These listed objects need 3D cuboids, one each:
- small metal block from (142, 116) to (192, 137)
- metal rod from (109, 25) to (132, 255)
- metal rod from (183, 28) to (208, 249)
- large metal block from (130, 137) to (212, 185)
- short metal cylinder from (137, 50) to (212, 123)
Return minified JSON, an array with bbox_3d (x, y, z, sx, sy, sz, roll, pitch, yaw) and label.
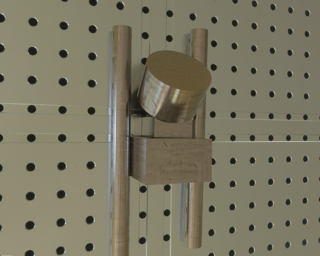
[{"bbox_3d":[0.008,-0.001,0.402,0.050,0.050,0.025,1,90,-21],"label":"small metal block"},{"bbox_3d":[-0.050,0.022,0.394,0.025,0.025,0.298,1,90,-20],"label":"metal rod"},{"bbox_3d":[0.050,0.013,0.431,0.025,0.025,0.298,2,89,-20],"label":"metal rod"},{"bbox_3d":[0.009,0.037,0.384,0.081,0.080,0.050,1,90,-20],"label":"large metal block"},{"bbox_3d":[0.017,-0.052,0.382,0.081,0.050,0.080,11,43,-10],"label":"short metal cylinder"}]
